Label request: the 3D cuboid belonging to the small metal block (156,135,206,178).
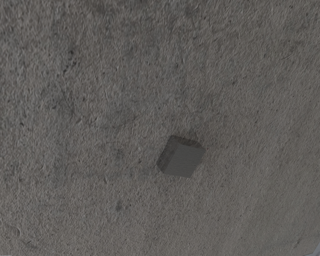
[{"bbox_3d":[0.030,0.042,0.449,0.050,0.025,0.050,15,111,-34],"label":"small metal block"}]
